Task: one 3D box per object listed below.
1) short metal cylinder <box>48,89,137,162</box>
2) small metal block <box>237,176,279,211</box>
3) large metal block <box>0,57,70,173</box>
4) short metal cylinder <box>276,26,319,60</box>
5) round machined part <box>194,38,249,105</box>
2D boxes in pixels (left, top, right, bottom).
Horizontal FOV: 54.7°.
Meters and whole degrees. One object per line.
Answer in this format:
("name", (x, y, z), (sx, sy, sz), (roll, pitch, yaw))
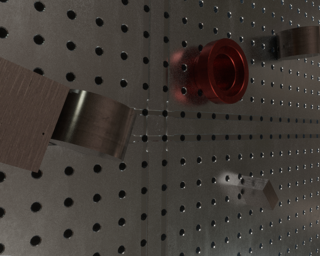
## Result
("short metal cylinder", (-0.069, -0.001, 0.317), (0.080, 0.080, 0.050), (25, 75, -38))
("small metal block", (0.171, 0.113, 0.540), (0.025, 0.050, 0.050), (-47, 119, -30))
("large metal block", (-0.138, -0.012, 0.272), (0.080, 0.050, 0.080), (24, 75, -30))
("short metal cylinder", (0.270, -0.164, 0.604), (0.081, 0.080, 0.050), (-9, 96, -40))
("round machined part", (0.090, -0.085, 0.476), (0.099, 0.042, 0.097), (0, 90, -40))
